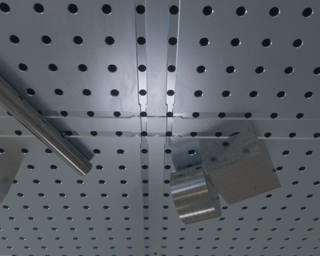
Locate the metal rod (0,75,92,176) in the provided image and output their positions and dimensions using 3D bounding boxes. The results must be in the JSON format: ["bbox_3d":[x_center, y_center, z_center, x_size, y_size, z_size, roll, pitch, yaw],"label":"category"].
[{"bbox_3d":[-0.185,-0.037,0.377,0.025,0.025,0.300,-24,127,19],"label":"metal rod"}]

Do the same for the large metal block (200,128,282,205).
[{"bbox_3d":[0.115,0.057,0.445,0.080,0.050,0.080,-26,126,20],"label":"large metal block"}]

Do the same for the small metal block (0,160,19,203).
[{"bbox_3d":[-0.245,0.075,0.456,0.050,0.050,0.025,29,124,-23],"label":"small metal block"}]

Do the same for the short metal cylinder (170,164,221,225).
[{"bbox_3d":[0.054,0.097,0.458,0.050,0.080,0.080,-19,128,15],"label":"short metal cylinder"}]
